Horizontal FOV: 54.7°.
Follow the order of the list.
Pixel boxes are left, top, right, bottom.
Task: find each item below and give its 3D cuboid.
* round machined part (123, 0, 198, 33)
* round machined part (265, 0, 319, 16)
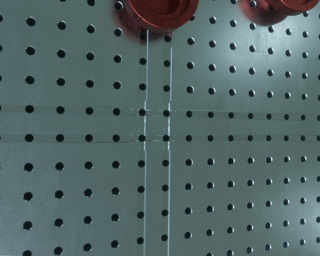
[{"bbox_3d":[-0.003,-0.172,0.403,0.099,0.042,0.097,0,90,-21],"label":"round machined part"},{"bbox_3d":[0.199,-0.222,0.479,0.099,0.042,0.097,0,90,-21],"label":"round machined part"}]
